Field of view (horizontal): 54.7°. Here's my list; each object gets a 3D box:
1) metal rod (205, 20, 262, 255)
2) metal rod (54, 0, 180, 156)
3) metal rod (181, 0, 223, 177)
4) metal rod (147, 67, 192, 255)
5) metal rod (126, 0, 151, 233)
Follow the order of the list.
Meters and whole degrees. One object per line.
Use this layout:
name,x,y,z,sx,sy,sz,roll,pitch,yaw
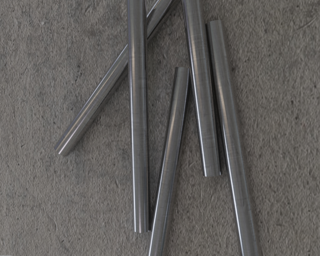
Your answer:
metal rod,0.089,0.018,0.377,0.025,0.025,0.298,-9,87,20
metal rod,-0.056,-0.081,0.428,0.025,0.025,0.299,41,103,15
metal rod,0.047,-0.090,0.378,0.025,0.025,0.298,-6,93,20
metal rod,0.010,0.071,0.405,0.025,0.025,0.298,10,93,20
metal rod,-0.027,-0.012,0.402,0.025,0.025,0.298,1,96,20
